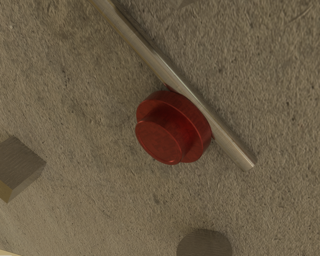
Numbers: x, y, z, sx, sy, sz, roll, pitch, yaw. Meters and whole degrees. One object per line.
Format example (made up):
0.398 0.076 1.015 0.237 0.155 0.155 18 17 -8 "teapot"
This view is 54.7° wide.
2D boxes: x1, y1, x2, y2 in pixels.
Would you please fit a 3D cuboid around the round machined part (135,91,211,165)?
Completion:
0.009 0.007 0.376 0.098 0.042 0.097 27 143 23 "round machined part"

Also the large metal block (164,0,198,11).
0.012 -0.155 0.268 0.080 0.080 0.050 41 129 0 "large metal block"

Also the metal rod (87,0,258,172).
0.008 -0.065 0.361 0.300 0.025 0.025 47 129 -6 "metal rod"

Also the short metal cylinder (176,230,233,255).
0.068 0.198 0.457 0.080 0.080 0.050 3 120 26 "short metal cylinder"

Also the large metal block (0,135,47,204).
-0.268 0.072 0.554 0.080 0.080 0.050 39 129 1 "large metal block"
